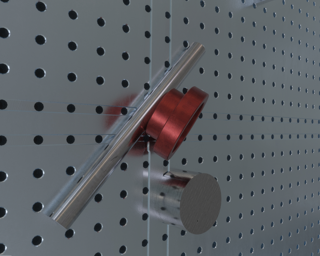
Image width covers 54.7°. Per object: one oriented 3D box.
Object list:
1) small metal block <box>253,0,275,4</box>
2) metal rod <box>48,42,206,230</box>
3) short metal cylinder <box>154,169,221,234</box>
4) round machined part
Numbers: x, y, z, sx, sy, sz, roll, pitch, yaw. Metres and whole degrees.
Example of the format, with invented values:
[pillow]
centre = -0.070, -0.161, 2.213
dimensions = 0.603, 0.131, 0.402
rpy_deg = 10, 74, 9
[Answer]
[small metal block]
centre = 0.193, -0.260, 0.571
dimensions = 0.050, 0.025, 0.050
rpy_deg = -24, 105, -38
[metal rod]
centre = -0.025, -0.009, 0.388
dimensions = 0.025, 0.025, 0.301
rpy_deg = 52, 60, -28
[short metal cylinder]
centre = 0.039, 0.099, 0.426
dimensions = 0.081, 0.050, 0.079
rpy_deg = 0, 90, -40
[round machined part]
centre = 0.018, -0.011, 0.390
dimensions = 0.042, 0.098, 0.098
rpy_deg = 32, 63, 9
